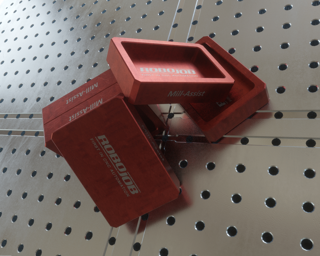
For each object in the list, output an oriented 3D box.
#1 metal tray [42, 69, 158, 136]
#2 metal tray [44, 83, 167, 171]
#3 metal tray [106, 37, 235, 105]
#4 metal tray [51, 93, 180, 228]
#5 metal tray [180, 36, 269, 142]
[{"bbox_3d":[-0.078,-0.022,0.418,0.130,0.090,0.030,-29,52,10],"label":"metal tray"},{"bbox_3d":[-0.069,0.000,0.399,0.130,0.090,0.030,-29,52,10],"label":"metal tray"},{"bbox_3d":[0.012,-0.069,0.370,0.131,0.030,0.090,-4,45,-29],"label":"metal tray"},{"bbox_3d":[-0.047,0.038,0.349,0.090,0.130,0.030,-29,11,10],"label":"metal tray"},{"bbox_3d":[0.064,-0.055,0.403,0.090,0.030,0.130,-37,51,3],"label":"metal tray"}]
